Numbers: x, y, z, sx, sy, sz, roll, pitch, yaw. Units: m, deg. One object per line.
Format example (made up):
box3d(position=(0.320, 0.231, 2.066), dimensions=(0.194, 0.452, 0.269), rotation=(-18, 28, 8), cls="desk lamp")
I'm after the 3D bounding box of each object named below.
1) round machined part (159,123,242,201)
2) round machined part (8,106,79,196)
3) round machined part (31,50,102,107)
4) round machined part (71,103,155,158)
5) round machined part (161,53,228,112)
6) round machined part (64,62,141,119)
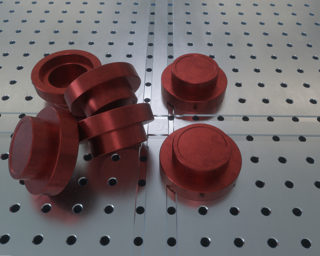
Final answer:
box3d(position=(0.048, 0.033, 0.369), dimensions=(0.099, 0.042, 0.098), rotation=(0, 50, 0), cls="round machined part")
box3d(position=(-0.132, 0.024, 0.338), dimensions=(0.042, 0.098, 0.098), rotation=(14, 37, -41), cls="round machined part")
box3d(position=(-0.131, -0.069, 0.453), dimensions=(0.099, 0.042, 0.098), rotation=(0, 49, 0), cls="round machined part")
box3d(position=(-0.053, 0.006, 0.368), dimensions=(0.099, 0.098, 0.042), rotation=(-18, 88, -14), cls="round machined part")
box3d(position=(0.051, -0.074, 0.459), dimensions=(0.099, 0.042, 0.098), rotation=(0, 50, 0), cls="round machined part")
box3d(position=(-0.068, -0.039, 0.399), dimensions=(0.099, 0.098, 0.042), rotation=(-24, 78, -19), cls="round machined part")
